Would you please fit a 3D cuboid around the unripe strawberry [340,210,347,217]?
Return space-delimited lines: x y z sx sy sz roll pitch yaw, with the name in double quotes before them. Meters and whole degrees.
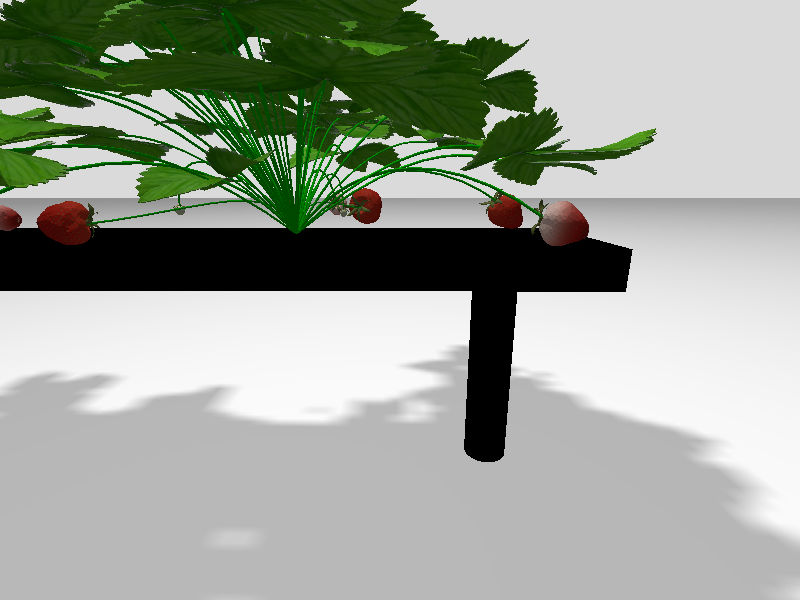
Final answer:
"unripe strawberry" -0.070 -0.109 0.500 0.009 0.010 0.010 2 16 7

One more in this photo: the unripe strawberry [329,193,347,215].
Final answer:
"unripe strawberry" -0.088 -0.136 0.571 0.026 0.030 0.028 0 4 0

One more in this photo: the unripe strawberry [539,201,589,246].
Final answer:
"unripe strawberry" 0.113 -0.051 0.274 0.032 0.031 0.030 19 20 15

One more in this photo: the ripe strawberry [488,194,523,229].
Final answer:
"ripe strawberry" 0.102 -0.083 0.381 0.035 0.030 0.035 37 5 -19

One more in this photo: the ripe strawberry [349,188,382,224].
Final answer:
"ripe strawberry" -0.038 -0.109 0.466 0.038 0.040 0.041 6 16 21

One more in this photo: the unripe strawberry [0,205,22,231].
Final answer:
"unripe strawberry" -0.358 -0.074 0.363 0.022 0.023 0.020 9 14 -9

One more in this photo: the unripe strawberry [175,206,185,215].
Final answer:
"unripe strawberry" -0.246 -0.100 0.448 0.010 0.010 0.011 11 19 33

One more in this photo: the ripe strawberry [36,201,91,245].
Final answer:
"ripe strawberry" -0.231 -0.053 0.276 0.028 0.030 0.026 -8 18 -25
